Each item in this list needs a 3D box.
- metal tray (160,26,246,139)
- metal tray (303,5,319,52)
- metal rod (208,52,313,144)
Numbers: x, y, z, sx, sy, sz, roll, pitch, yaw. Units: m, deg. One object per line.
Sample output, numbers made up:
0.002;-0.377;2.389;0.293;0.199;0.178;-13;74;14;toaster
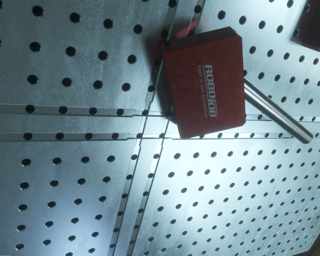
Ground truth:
0.057;-0.052;0.391;0.091;0.030;0.129;-13;127;2;metal tray
0.277;-0.173;0.454;0.091;0.030;0.129;1;118;-29;metal tray
0.164;-0.035;0.481;0.301;0.025;0.025;26;104;-38;metal rod
